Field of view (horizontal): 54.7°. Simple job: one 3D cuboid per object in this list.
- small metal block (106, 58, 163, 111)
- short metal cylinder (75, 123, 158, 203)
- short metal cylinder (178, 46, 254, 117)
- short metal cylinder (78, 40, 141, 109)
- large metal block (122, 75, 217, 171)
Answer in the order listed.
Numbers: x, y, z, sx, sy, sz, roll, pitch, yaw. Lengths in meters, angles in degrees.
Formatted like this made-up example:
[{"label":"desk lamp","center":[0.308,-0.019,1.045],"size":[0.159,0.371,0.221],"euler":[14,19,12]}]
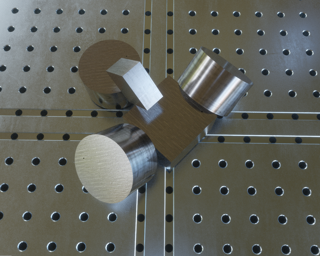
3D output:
[{"label":"small metal block","center":[-0.030,-0.052,0.361],"size":[0.025,0.050,0.050],"euler":[-43,32,-12]},{"label":"short metal cylinder","center":[-0.050,0.039,0.358],"size":[0.080,0.050,0.079],"euler":[9,108,28]},{"label":"short metal cylinder","center":[0.070,-0.059,0.393],"size":[0.080,0.080,0.050],"euler":[41,114,13]},{"label":"short metal cylinder","center":[-0.064,-0.072,0.421],"size":[0.081,0.050,0.080],"euler":[0,70,0]},{"label":"large metal block","center":[0.012,-0.005,0.394],"size":[0.080,0.050,0.080],"euler":[43,75,14]}]
